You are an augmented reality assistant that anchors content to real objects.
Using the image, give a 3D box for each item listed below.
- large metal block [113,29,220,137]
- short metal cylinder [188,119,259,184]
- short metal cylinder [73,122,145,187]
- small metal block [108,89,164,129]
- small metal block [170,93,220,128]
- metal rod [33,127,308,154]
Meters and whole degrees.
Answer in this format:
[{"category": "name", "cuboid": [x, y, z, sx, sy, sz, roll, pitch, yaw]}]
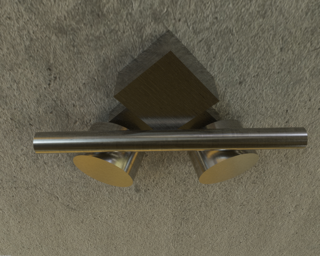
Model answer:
[{"category": "large metal block", "cuboid": [0.007, -0.047, 0.350, 0.080, 0.050, 0.080, -35, 122, 25]}, {"category": "short metal cylinder", "cuboid": [0.079, 0.032, 0.402, 0.081, 0.050, 0.080, -15, 150, -9]}, {"category": "short metal cylinder", "cuboid": [-0.064, 0.036, 0.403, 0.080, 0.050, 0.080, 15, 149, 10]}, {"category": "small metal block", "cuboid": [-0.030, -0.014, 0.397, 0.050, 0.025, 0.050, -36, 122, 25]}, {"category": "small metal block", "cuboid": [0.043, -0.012, 0.398, 0.050, 0.025, 0.050, -36, 122, 26]}, {"category": "metal rod", "cuboid": [0.011, 0.014, 0.353, 0.302, 0.025, 0.025, -1, 130, 0]}]
